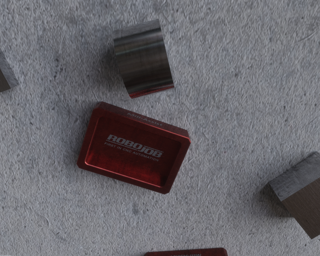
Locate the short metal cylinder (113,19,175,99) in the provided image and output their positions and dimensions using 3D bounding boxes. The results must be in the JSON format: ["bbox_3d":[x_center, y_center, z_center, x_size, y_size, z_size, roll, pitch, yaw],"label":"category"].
[{"bbox_3d":[-0.016,-0.077,0.352,0.050,0.080,0.080,-13,110,4],"label":"short metal cylinder"}]

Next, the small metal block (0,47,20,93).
[{"bbox_3d":[-0.214,-0.066,0.383,0.050,0.025,0.050,-19,109,6],"label":"small metal block"}]

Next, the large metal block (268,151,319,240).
[{"bbox_3d":[0.216,0.093,0.433,0.080,0.050,0.080,-37,106,12],"label":"large metal block"}]

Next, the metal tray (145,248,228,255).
[{"bbox_3d":[0.044,0.241,0.496,0.131,0.030,0.089,-4,110,1],"label":"metal tray"}]

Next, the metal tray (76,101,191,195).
[{"bbox_3d":[-0.035,0.028,0.417,0.131,0.030,0.089,19,109,-7],"label":"metal tray"}]
